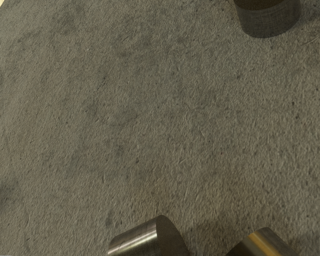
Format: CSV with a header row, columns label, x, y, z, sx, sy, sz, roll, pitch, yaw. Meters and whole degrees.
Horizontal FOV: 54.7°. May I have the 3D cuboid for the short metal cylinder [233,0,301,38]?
label,x,y,z,sx,sy,sz,roll,pitch,yaw
short metal cylinder,0.144,-0.168,0.416,0.080,0.050,0.080,-13,56,21

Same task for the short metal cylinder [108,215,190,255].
label,x,y,z,sx,sy,sz,roll,pitch,yaw
short metal cylinder,-0.005,0.130,0.291,0.050,0.080,0.080,-29,52,10

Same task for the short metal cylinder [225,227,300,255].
label,x,y,z,sx,sy,sz,roll,pitch,yaw
short metal cylinder,0.080,0.128,0.248,0.080,0.080,0.050,-45,51,-3
